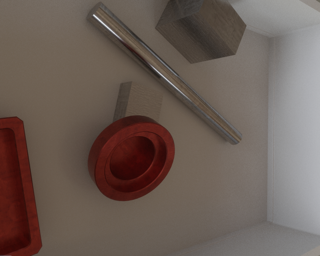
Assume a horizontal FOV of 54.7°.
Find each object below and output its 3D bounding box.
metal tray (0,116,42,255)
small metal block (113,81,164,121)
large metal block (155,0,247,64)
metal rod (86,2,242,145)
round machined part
[{"bbox_3d":[-0.161,0.059,0.269,0.091,0.030,0.129,-11,97,-40],"label":"metal tray"},{"bbox_3d":[-0.026,-0.026,0.386,0.050,0.025,0.050,17,79,-39],"label":"small metal block"},{"bbox_3d":[0.055,-0.137,0.419,0.080,0.080,0.050,36,68,-35],"label":"large metal block"},{"bbox_3d":[0.026,-0.057,0.430,0.301,0.025,0.025,37,67,-34],"label":"metal rod"},{"bbox_3d":[-0.035,0.030,0.353,0.099,0.042,0.097,-16,121,-28],"label":"round machined part"}]
